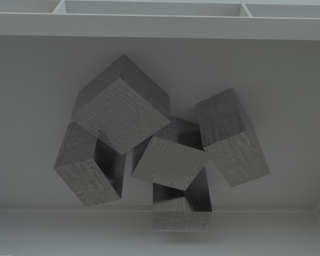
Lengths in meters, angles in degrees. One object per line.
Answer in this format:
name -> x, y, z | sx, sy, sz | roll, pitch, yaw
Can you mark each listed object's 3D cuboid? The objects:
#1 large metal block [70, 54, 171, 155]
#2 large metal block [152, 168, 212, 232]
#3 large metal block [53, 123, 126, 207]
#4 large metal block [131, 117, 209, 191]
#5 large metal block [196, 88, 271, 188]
large metal block -> -0.044, -0.025, 0.368 | 0.080, 0.050, 0.080 | -35, 123, 25
large metal block -> 0.030, 0.106, 0.462 | 0.081, 0.080, 0.050 | 1, 130, -1
large metal block -> -0.086, 0.043, 0.407 | 0.050, 0.080, 0.080 | -15, 129, 12
large metal block -> 0.013, 0.033, 0.419 | 0.081, 0.050, 0.079 | 17, 128, -15
large metal block -> 0.089, 0.012, 0.382 | 0.050, 0.080, 0.080 | -25, 126, 19
